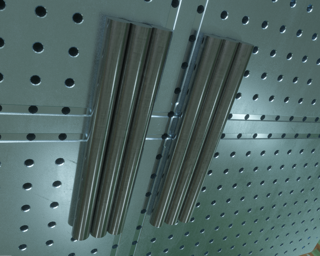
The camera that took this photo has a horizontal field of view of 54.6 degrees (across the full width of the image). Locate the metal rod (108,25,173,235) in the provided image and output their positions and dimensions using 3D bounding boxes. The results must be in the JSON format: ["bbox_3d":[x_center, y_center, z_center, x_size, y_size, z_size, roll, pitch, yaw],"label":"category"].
[{"bbox_3d":[-0.033,0.021,0.404,0.025,0.025,0.298,1,118,-29],"label":"metal rod"}]

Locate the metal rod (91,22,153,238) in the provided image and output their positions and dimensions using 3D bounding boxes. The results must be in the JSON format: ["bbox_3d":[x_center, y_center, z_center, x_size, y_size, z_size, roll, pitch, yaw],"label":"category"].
[{"bbox_3d":[-0.055,0.021,0.392,0.025,0.025,0.298,1,118,-29],"label":"metal rod"}]

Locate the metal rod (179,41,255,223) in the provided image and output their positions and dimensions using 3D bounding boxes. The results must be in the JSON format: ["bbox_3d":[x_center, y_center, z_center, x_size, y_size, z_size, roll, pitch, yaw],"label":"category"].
[{"bbox_3d":[0.075,0.021,0.463,0.025,0.025,0.298,1,118,-29],"label":"metal rod"}]

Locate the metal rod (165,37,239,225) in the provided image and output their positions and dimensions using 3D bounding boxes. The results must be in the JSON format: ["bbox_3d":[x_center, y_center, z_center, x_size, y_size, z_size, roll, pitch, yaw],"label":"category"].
[{"bbox_3d":[0.052,0.020,0.450,0.025,0.025,0.298,1,118,-29],"label":"metal rod"}]

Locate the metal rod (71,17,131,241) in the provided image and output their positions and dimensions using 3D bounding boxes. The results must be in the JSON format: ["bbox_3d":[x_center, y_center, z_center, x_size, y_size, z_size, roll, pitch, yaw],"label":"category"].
[{"bbox_3d":[-0.078,0.020,0.380,0.025,0.025,0.298,1,118,-29],"label":"metal rod"}]

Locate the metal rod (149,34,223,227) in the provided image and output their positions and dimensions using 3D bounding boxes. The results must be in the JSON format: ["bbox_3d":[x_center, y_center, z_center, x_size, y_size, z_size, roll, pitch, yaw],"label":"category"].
[{"bbox_3d":[0.030,0.020,0.438,0.025,0.025,0.298,1,118,-29],"label":"metal rod"}]
